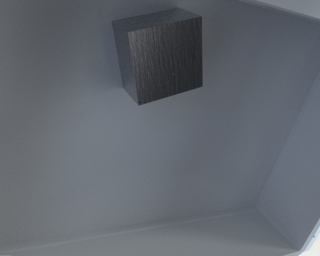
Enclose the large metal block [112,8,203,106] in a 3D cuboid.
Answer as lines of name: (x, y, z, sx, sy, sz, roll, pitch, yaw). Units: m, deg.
large metal block: (-0.001, -0.081, 0.343, 0.081, 0.050, 0.079, -19, 126, -18)
